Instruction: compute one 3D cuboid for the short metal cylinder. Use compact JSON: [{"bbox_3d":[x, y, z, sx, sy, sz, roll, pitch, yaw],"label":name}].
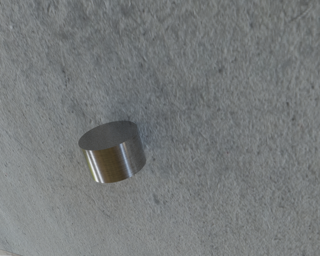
[{"bbox_3d":[-0.064,0.030,0.422,0.080,0.080,0.050,1,119,27],"label":"short metal cylinder"}]
